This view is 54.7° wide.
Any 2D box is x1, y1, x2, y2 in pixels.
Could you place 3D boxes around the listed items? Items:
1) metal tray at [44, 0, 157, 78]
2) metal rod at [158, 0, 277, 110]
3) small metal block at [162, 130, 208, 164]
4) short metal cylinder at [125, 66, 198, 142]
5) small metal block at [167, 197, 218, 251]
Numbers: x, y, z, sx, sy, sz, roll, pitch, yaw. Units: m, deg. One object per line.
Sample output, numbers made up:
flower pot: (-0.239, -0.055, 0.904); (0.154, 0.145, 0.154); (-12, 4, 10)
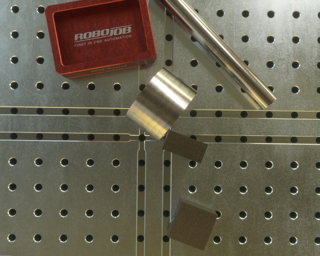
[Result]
metal tray: (-0.076, -0.123, 0.409); (0.131, 0.030, 0.089); (-10, 90, -1)
metal rod: (0.043, -0.142, 0.413); (0.025, 0.025, 0.300); (-44, 91, 0)
small metal block: (0.031, 0.023, 0.401); (0.050, 0.050, 0.025); (21, 90, -1)
short metal cylinder: (0.002, -0.029, 0.386); (0.050, 0.080, 0.080); (39, 90, -1)
small metal block: (0.043, 0.127, 0.414); (0.050, 0.025, 0.050); (22, 90, -1)
